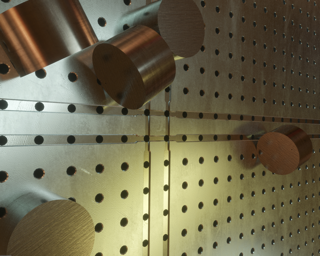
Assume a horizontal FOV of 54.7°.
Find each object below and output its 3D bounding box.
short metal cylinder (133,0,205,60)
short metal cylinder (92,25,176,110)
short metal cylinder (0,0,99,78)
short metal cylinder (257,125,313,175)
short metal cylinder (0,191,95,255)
[{"bbox_3d":[0.012,-0.127,0.402,0.081,0.050,0.079,0,90,-40],"label":"short metal cylinder"},{"bbox_3d":[-0.029,-0.068,0.348,0.050,0.080,0.080,-41,115,-32],"label":"short metal cylinder"},{"bbox_3d":[-0.104,-0.087,0.285,0.080,0.080,0.050,-38,114,-33],"label":"short metal cylinder"},{"bbox_3d":[0.225,0.039,0.561,0.050,0.080,0.079,-20,103,-38],"label":"short metal cylinder"},{"bbox_3d":[-0.111,0.105,0.300,0.081,0.050,0.079,0,90,-40],"label":"short metal cylinder"}]
